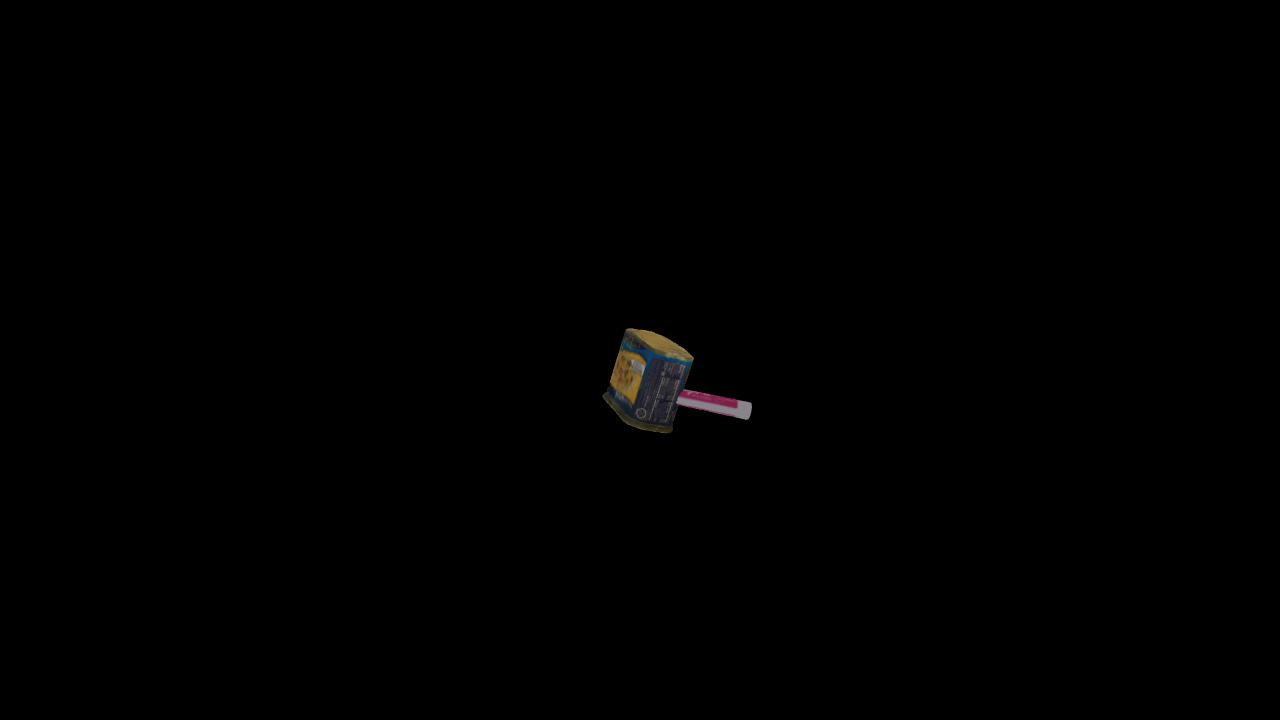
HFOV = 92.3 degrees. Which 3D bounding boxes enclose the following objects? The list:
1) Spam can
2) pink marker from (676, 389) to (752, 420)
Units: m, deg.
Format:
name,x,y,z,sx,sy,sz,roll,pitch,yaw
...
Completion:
name,x,y,z,sx,sy,sz,roll,pitch,yaw
Spam can,0.008,0.019,0.662,0.058,0.085,0.101,11,13,-26
pink marker,0.055,0.041,0.638,0.121,0.020,0.020,12,-1,-3
